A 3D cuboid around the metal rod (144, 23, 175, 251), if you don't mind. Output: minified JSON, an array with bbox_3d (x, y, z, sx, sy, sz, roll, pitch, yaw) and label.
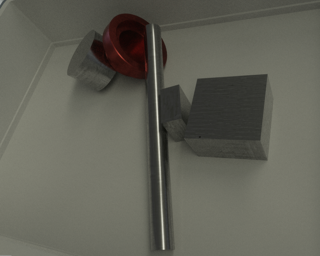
[{"bbox_3d":[-0.004,-0.007,0.387,0.025,0.025,0.299,-13,63,21],"label":"metal rod"}]

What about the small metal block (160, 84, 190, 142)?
[{"bbox_3d":[0.022,-0.017,0.387,0.025,0.050,0.050,-14,56,19],"label":"small metal block"}]

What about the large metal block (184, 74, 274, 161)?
[{"bbox_3d":[0.081,-0.012,0.354,0.080,0.050,0.080,1,62,28],"label":"large metal block"}]

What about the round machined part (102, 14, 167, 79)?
[{"bbox_3d":[-0.041,-0.115,0.458,0.042,0.099,0.098,-32,45,46],"label":"round machined part"}]

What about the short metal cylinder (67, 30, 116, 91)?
[{"bbox_3d":[-0.103,-0.106,0.488,0.080,0.050,0.080,-35,41,37],"label":"short metal cylinder"}]
